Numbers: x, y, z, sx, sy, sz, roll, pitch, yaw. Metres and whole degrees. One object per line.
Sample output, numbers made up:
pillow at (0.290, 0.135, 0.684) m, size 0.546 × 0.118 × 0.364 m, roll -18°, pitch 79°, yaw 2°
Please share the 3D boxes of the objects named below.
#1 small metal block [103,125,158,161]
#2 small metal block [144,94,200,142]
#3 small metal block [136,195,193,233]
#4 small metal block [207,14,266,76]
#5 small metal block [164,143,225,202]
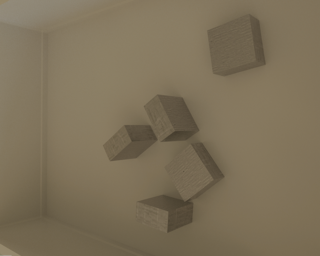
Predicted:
small metal block at (-0.040, 0.020, 0.424) m, size 0.050 × 0.050 × 0.025 m, roll -41°, pitch 65°, yaw 32°
small metal block at (0.015, -0.012, 0.379) m, size 0.025 × 0.050 × 0.050 m, roll -38°, pitch 67°, yaw 33°
small metal block at (0.006, 0.105, 0.386) m, size 0.050 × 0.050 × 0.025 m, roll 5°, pitch 94°, yaw 40°
small metal block at (0.083, -0.088, 0.338) m, size 0.050 × 0.025 × 0.050 m, roll -11°, pitch 83°, yaw 39°
small metal block at (0.040, 0.053, 0.374) m, size 0.050 × 0.025 × 0.050 m, roll -46°, pitch 63°, yaw 30°
